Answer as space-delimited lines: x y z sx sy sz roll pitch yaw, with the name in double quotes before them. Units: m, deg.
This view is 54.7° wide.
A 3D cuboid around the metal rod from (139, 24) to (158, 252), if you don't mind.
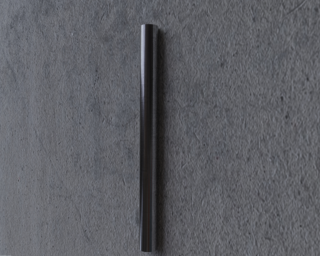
"metal rod" -0.015 0.013 0.417 0.025 0.025 0.298 0 90 39
